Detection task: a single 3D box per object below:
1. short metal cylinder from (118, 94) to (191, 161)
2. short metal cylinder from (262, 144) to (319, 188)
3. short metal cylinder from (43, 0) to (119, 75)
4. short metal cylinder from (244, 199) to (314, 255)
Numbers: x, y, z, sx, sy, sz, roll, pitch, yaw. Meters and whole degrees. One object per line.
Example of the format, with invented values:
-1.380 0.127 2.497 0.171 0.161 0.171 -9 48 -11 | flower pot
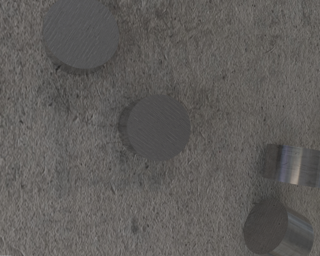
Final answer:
-0.008 -0.001 0.392 0.081 0.050 0.080 0 90 -20 | short metal cylinder
0.194 0.054 0.451 0.081 0.080 0.050 11 87 -20 | short metal cylinder
-0.093 -0.105 0.361 0.081 0.050 0.080 0 90 -20 | short metal cylinder
0.167 0.149 0.441 0.050 0.080 0.080 31 80 -18 | short metal cylinder
